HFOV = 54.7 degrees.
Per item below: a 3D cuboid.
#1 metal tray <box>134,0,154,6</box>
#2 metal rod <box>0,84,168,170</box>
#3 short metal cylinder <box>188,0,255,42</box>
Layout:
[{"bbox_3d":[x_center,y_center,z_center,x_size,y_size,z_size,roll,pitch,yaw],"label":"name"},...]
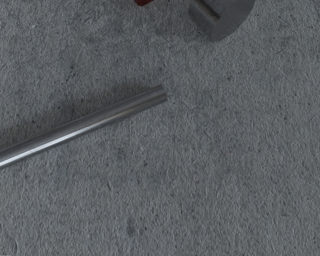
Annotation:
[{"bbox_3d":[-0.003,-0.264,0.502,0.131,0.030,0.090,-32,73,-11],"label":"metal tray"},{"bbox_3d":[-0.132,0.010,0.403,0.302,0.025,0.025,-23,72,-9],"label":"metal rod"},{"bbox_3d":[0.088,-0.171,0.442,0.080,0.080,0.050,-36,74,-12],"label":"short metal cylinder"}]
